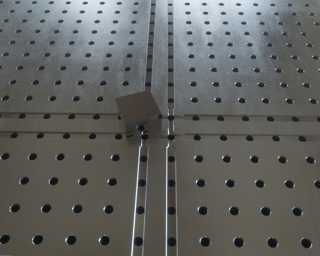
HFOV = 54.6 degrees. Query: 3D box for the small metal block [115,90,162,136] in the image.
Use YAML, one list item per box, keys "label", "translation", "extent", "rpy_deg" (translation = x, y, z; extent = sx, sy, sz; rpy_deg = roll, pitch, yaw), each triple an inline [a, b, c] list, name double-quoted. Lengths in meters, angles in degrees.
- label: "small metal block"
  translation: [-0.030, -0.022, 0.426]
  extent: [0.050, 0.025, 0.050]
  rpy_deg: [-15, 52, -12]
